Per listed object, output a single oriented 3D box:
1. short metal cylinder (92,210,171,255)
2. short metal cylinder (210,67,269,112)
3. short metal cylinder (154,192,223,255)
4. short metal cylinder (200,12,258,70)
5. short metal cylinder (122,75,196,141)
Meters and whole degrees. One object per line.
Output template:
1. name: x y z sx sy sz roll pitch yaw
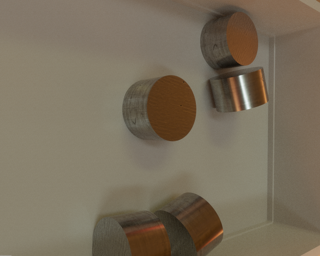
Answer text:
1. short metal cylinder: -0.033 0.136 0.345 0.050 0.080 0.079 3 89 -40
2. short metal cylinder: 0.121 -0.060 0.475 0.081 0.080 0.050 -25 106 -38
3. short metal cylinder: 0.034 0.131 0.402 0.050 0.080 0.080 -24 105 -38
4. short metal cylinder: 0.109 -0.134 0.484 0.081 0.050 0.079 0 90 -40
5. short metal cylinder: 0.000 -0.024 0.392 0.081 0.050 0.079 0 90 -40
